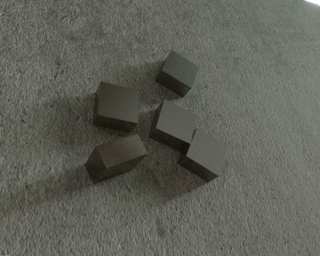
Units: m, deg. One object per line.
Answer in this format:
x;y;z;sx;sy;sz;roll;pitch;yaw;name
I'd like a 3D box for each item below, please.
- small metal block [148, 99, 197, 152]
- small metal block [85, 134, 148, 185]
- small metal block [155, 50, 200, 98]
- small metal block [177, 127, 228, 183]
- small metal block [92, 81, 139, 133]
0.017;-0.003;0.415;0.050;0.025;0.050;25;53;-13;small metal block
-0.049;0.034;0.340;0.050;0.050;0.025;-17;71;-35;small metal block
0.027;-0.082;0.468;0.050;0.025;0.050;30;52;-9;small metal block
0.057;0.036;0.412;0.050;0.025;0.050;32;52;-8;small metal block
-0.055;-0.026;0.390;0.050;0.025;0.050;12;57;-22;small metal block
